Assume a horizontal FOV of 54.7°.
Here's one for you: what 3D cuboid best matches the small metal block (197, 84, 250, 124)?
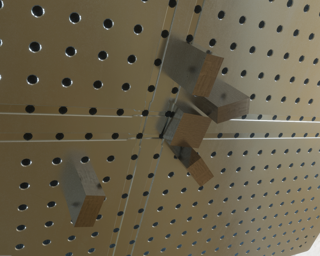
[{"bbox_3d":[0.086,-0.034,0.423,0.050,0.050,0.025,-17,125,-19],"label":"small metal block"}]

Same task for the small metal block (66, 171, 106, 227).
[{"bbox_3d":[-0.097,0.091,0.400,0.025,0.050,0.050,11,113,-33],"label":"small metal block"}]

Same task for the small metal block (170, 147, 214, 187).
[{"bbox_3d":[0.047,0.051,0.454,0.025,0.050,0.050,-38,130,-2],"label":"small metal block"}]

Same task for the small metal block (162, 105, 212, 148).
[{"bbox_3d":[0.038,-0.001,0.433,0.050,0.025,0.050,8,114,-33],"label":"small metal block"}]

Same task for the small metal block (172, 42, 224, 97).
[{"bbox_3d":[0.045,-0.071,0.377,0.025,0.050,0.050,5,116,-31],"label":"small metal block"}]
